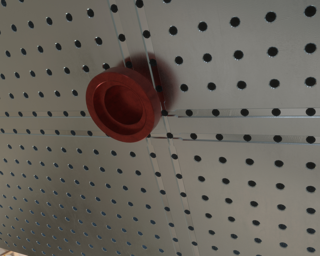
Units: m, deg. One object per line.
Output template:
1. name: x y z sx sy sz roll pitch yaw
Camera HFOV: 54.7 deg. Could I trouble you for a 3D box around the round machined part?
1. round machined part: -0.043 -0.033 0.401 0.098 0.042 0.097 13 124 20
